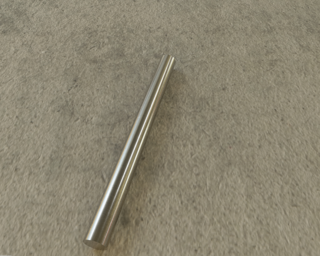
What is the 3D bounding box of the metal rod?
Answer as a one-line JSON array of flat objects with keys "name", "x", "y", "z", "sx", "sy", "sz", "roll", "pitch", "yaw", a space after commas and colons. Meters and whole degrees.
[{"name": "metal rod", "x": -0.026, "y": 0.005, "z": 0.398, "sx": 0.025, "sy": 0.025, "sz": 0.300, "roll": 12, "pitch": 51, "yaw": 9}]
